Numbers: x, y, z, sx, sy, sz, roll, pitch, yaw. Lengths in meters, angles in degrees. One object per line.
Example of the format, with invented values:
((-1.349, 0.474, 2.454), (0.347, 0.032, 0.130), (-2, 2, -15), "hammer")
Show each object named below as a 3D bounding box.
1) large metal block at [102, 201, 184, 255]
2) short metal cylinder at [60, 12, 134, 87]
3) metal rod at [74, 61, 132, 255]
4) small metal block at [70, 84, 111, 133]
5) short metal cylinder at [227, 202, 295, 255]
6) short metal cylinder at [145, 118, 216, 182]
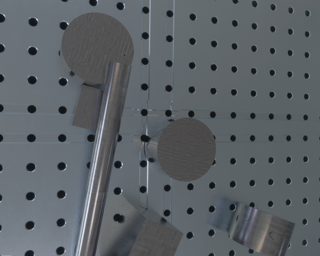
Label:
((-0.025, 0.144, 0.374), (0.050, 0.080, 0.080), (28, 81, -18), "large metal block")
((-0.077, -0.090, 0.371), (0.081, 0.050, 0.080), (0, 91, -20), "short metal cylinder")
((-0.073, 0.074, 0.357), (0.025, 0.025, 0.298), (9, 97, -20), "metal rod")
((-0.078, -0.021, 0.384), (0.050, 0.025, 0.050), (16, 85, -20), "small metal block")
((0.141, 0.143, 0.436), (0.080, 0.080, 0.050), (23, 83, -19), "short metal cylinder")
((0.026, 0.027, 0.409), (0.081, 0.050, 0.080), (0, 90, -20), "short metal cylinder")
